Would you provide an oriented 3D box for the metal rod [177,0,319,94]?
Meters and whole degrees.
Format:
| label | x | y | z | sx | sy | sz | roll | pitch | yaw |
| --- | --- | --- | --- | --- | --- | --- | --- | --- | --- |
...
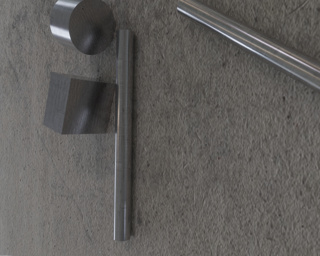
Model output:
| label | x | y | z | sx | sy | sz | roll | pitch | yaw |
| --- | --- | --- | --- | --- | --- | --- | --- | --- | --- |
| metal rod | 0.126 | -0.065 | 0.301 | 0.300 | 0.025 | 0.025 | 42 | 115 | 32 |

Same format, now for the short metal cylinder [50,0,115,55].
| label | x | y | z | sx | sy | sz | roll | pitch | yaw |
| --- | --- | --- | --- | --- | --- | --- | --- | --- | --- |
| short metal cylinder | -0.115 | -0.154 | 0.464 | 0.050 | 0.081 | 0.079 | 26 | 106 | 37 |

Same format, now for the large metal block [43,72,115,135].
| label | x | y | z | sx | sy | sz | roll | pitch | yaw |
| --- | --- | --- | --- | --- | --- | --- | --- | --- | --- |
| large metal block | -0.121 | -0.036 | 0.469 | 0.050 | 0.081 | 0.079 | 21 | 104 | 38 |

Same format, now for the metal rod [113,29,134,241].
| label | x | y | z | sx | sy | sz | roll | pitch | yaw |
| --- | --- | --- | --- | --- | --- | --- | --- | --- | --- |
| metal rod | -0.052 | 0.011 | 0.448 | 0.025 | 0.025 | 0.298 | 2 | 91 | 40 |
